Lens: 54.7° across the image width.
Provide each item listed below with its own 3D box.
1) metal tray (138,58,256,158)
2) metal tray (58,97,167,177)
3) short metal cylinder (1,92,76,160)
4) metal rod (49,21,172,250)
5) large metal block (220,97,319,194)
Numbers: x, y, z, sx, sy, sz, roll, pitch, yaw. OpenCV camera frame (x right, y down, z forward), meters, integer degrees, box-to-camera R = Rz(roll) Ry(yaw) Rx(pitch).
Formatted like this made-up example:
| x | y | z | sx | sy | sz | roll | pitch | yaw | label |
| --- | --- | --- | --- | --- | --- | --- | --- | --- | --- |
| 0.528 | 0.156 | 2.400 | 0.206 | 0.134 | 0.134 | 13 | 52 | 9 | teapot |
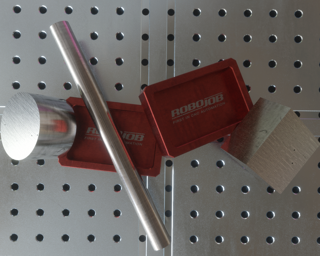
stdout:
| x | y | z | sx | sy | sz | roll | pitch | yaw | label |
| --- | --- | --- | --- | --- | --- | --- | --- | --- | --- |
| 0.050 | -0.026 | 0.392 | 0.131 | 0.030 | 0.090 | -21 | 90 | -17 | metal tray |
| -0.060 | 0.011 | 0.410 | 0.131 | 0.030 | 0.089 | 7 | 90 | 0 | metal tray |
| -0.150 | -0.001 | 0.381 | 0.080 | 0.050 | 0.080 | -3 | 85 | 34 | short metal cylinder |
| -0.061 | 0.009 | 0.383 | 0.025 | 0.025 | 0.299 | -25 | 90 | 0 | metal rod |
| 0.137 | 0.022 | 0.384 | 0.080 | 0.050 | 0.080 | 38 | 90 | -31 | large metal block |
